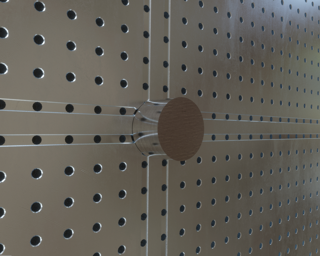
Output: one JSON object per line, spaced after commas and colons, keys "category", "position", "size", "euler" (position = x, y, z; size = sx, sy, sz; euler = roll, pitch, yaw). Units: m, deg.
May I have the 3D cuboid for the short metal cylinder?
{"category": "short metal cylinder", "position": [0.012, 0.001, 0.404], "size": [0.081, 0.050, 0.079], "euler": [0, 90, -40]}
